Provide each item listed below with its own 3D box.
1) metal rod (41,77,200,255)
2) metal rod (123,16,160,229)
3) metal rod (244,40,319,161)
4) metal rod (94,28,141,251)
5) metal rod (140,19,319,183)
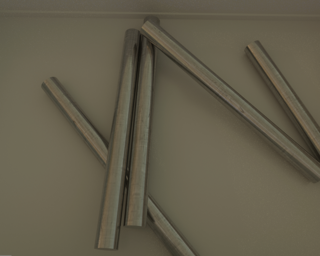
[{"bbox_3d":[-0.058,0.047,0.391,0.025,0.025,0.300,-38,75,-13],"label":"metal rod"},{"bbox_3d":[-0.020,-0.026,0.403,0.025,0.025,0.299,3,64,1],"label":"metal rod"},{"bbox_3d":[0.200,0.007,0.408,0.025,0.025,0.299,-25,72,-9],"label":"metal rod"},{"bbox_3d":[-0.048,-0.006,0.391,0.025,0.025,0.299,3,62,1],"label":"metal rod"},{"bbox_3d":[0.091,-0.040,0.408,0.300,0.025,0.025,42,75,7],"label":"metal rod"}]
